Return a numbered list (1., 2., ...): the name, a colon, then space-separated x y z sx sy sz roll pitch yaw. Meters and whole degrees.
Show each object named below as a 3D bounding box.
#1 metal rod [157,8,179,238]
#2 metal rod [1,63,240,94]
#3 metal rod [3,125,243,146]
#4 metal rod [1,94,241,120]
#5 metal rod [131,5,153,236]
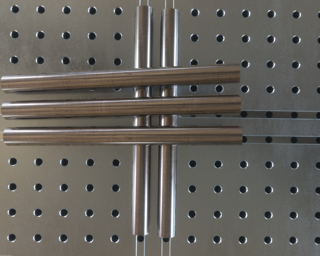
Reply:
1. metal rod: 0.011 -0.006 0.414 0.025 0.025 0.298 1 90 -1
2. metal rod: -0.054 -0.062 0.392 0.302 0.025 0.025 -1 90 7
3. metal rod: -0.052 0.010 0.392 0.302 0.025 0.025 0 90 8
4. metal rod: -0.054 -0.026 0.392 0.302 0.025 0.025 -1 90 7
5. metal rod: -0.024 -0.010 0.413 0.025 0.025 0.298 1 90 -1
